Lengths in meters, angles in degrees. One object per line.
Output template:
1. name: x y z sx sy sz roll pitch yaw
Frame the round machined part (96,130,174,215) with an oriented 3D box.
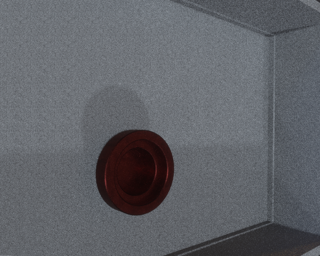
1. round machined part: -0.033 0.051 0.370 0.099 0.042 0.097 0 90 -40
